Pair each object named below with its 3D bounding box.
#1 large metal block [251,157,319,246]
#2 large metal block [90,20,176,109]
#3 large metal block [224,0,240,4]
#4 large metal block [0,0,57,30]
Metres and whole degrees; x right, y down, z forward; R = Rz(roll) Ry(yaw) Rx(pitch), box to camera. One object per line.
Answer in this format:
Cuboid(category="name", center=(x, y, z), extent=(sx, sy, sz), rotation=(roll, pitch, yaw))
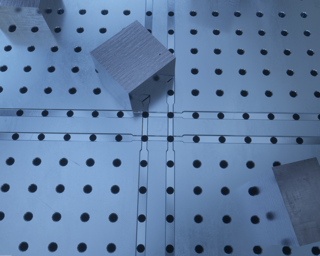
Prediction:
Cuboid(category="large metal block", center=(0.151, 0.086, 0.352), extent=(0.050, 0.080, 0.080), rotation=(-12, 71, -4))
Cuboid(category="large metal block", center=(-0.036, -0.088, 0.430), extent=(0.080, 0.050, 0.080), rotation=(-40, 75, -13))
Cuboid(category="large metal block", center=(0.096, -0.247, 0.473), extent=(0.080, 0.080, 0.050), rotation=(16, 71, 6))
Cuboid(category="large metal block", center=(-0.208, -0.199, 0.470), extent=(0.080, 0.050, 0.080), rotation=(3, 70, 1))
